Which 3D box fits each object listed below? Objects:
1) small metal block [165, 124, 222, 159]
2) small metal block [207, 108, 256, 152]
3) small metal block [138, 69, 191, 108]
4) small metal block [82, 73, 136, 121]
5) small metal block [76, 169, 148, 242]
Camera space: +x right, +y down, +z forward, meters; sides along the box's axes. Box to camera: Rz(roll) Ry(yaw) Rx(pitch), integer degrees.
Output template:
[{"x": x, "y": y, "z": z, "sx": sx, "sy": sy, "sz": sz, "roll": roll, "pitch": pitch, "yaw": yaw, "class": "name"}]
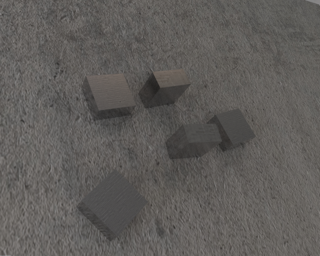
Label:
[{"x": 0.042, "y": 0.018, "z": 0.399, "sx": 0.050, "sy": 0.050, "sz": 0.025, "roll": -1, "pitch": 63, "yaw": -29, "class": "small metal block"}, {"x": 0.105, "y": 0.003, "z": 0.459, "sx": 0.050, "sy": 0.025, "sz": 0.050, "roll": -15, "pitch": 70, "yaw": -34, "class": "small metal block"}, {"x": 0.006, "y": -0.054, "z": 0.423, "sx": 0.050, "sy": 0.050, "sz": 0.025, "roll": -12, "pitch": 68, "yaw": -33, "class": "small metal block"}, {"x": -0.065, "y": -0.040, "z": 0.393, "sx": 0.050, "sy": 0.025, "sz": 0.050, "roll": -11, "pitch": 67, "yaw": -33, "class": "small metal block"}, {"x": -0.050, "y": 0.081, "z": 0.327, "sx": 0.050, "sy": 0.025, "sz": 0.050, "roll": 45, "pitch": 51, "yaw": 3, "class": "small metal block"}]
